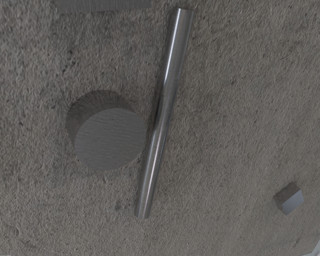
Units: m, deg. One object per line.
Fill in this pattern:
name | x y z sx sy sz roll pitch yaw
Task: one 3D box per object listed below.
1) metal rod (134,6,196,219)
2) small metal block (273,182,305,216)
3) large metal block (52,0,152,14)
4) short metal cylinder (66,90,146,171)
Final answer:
metal rod | 0.000 -0.001 0.406 0.025 0.025 0.298 -3 120 -27
small metal block | 0.269 0.148 0.646 0.050 0.025 0.050 -37 129 -3
large metal block | -0.054 -0.148 0.269 0.081 0.050 0.079 -13 124 -22
short metal cylinder | -0.063 0.002 0.358 0.081 0.050 0.079 -14 124 -21
